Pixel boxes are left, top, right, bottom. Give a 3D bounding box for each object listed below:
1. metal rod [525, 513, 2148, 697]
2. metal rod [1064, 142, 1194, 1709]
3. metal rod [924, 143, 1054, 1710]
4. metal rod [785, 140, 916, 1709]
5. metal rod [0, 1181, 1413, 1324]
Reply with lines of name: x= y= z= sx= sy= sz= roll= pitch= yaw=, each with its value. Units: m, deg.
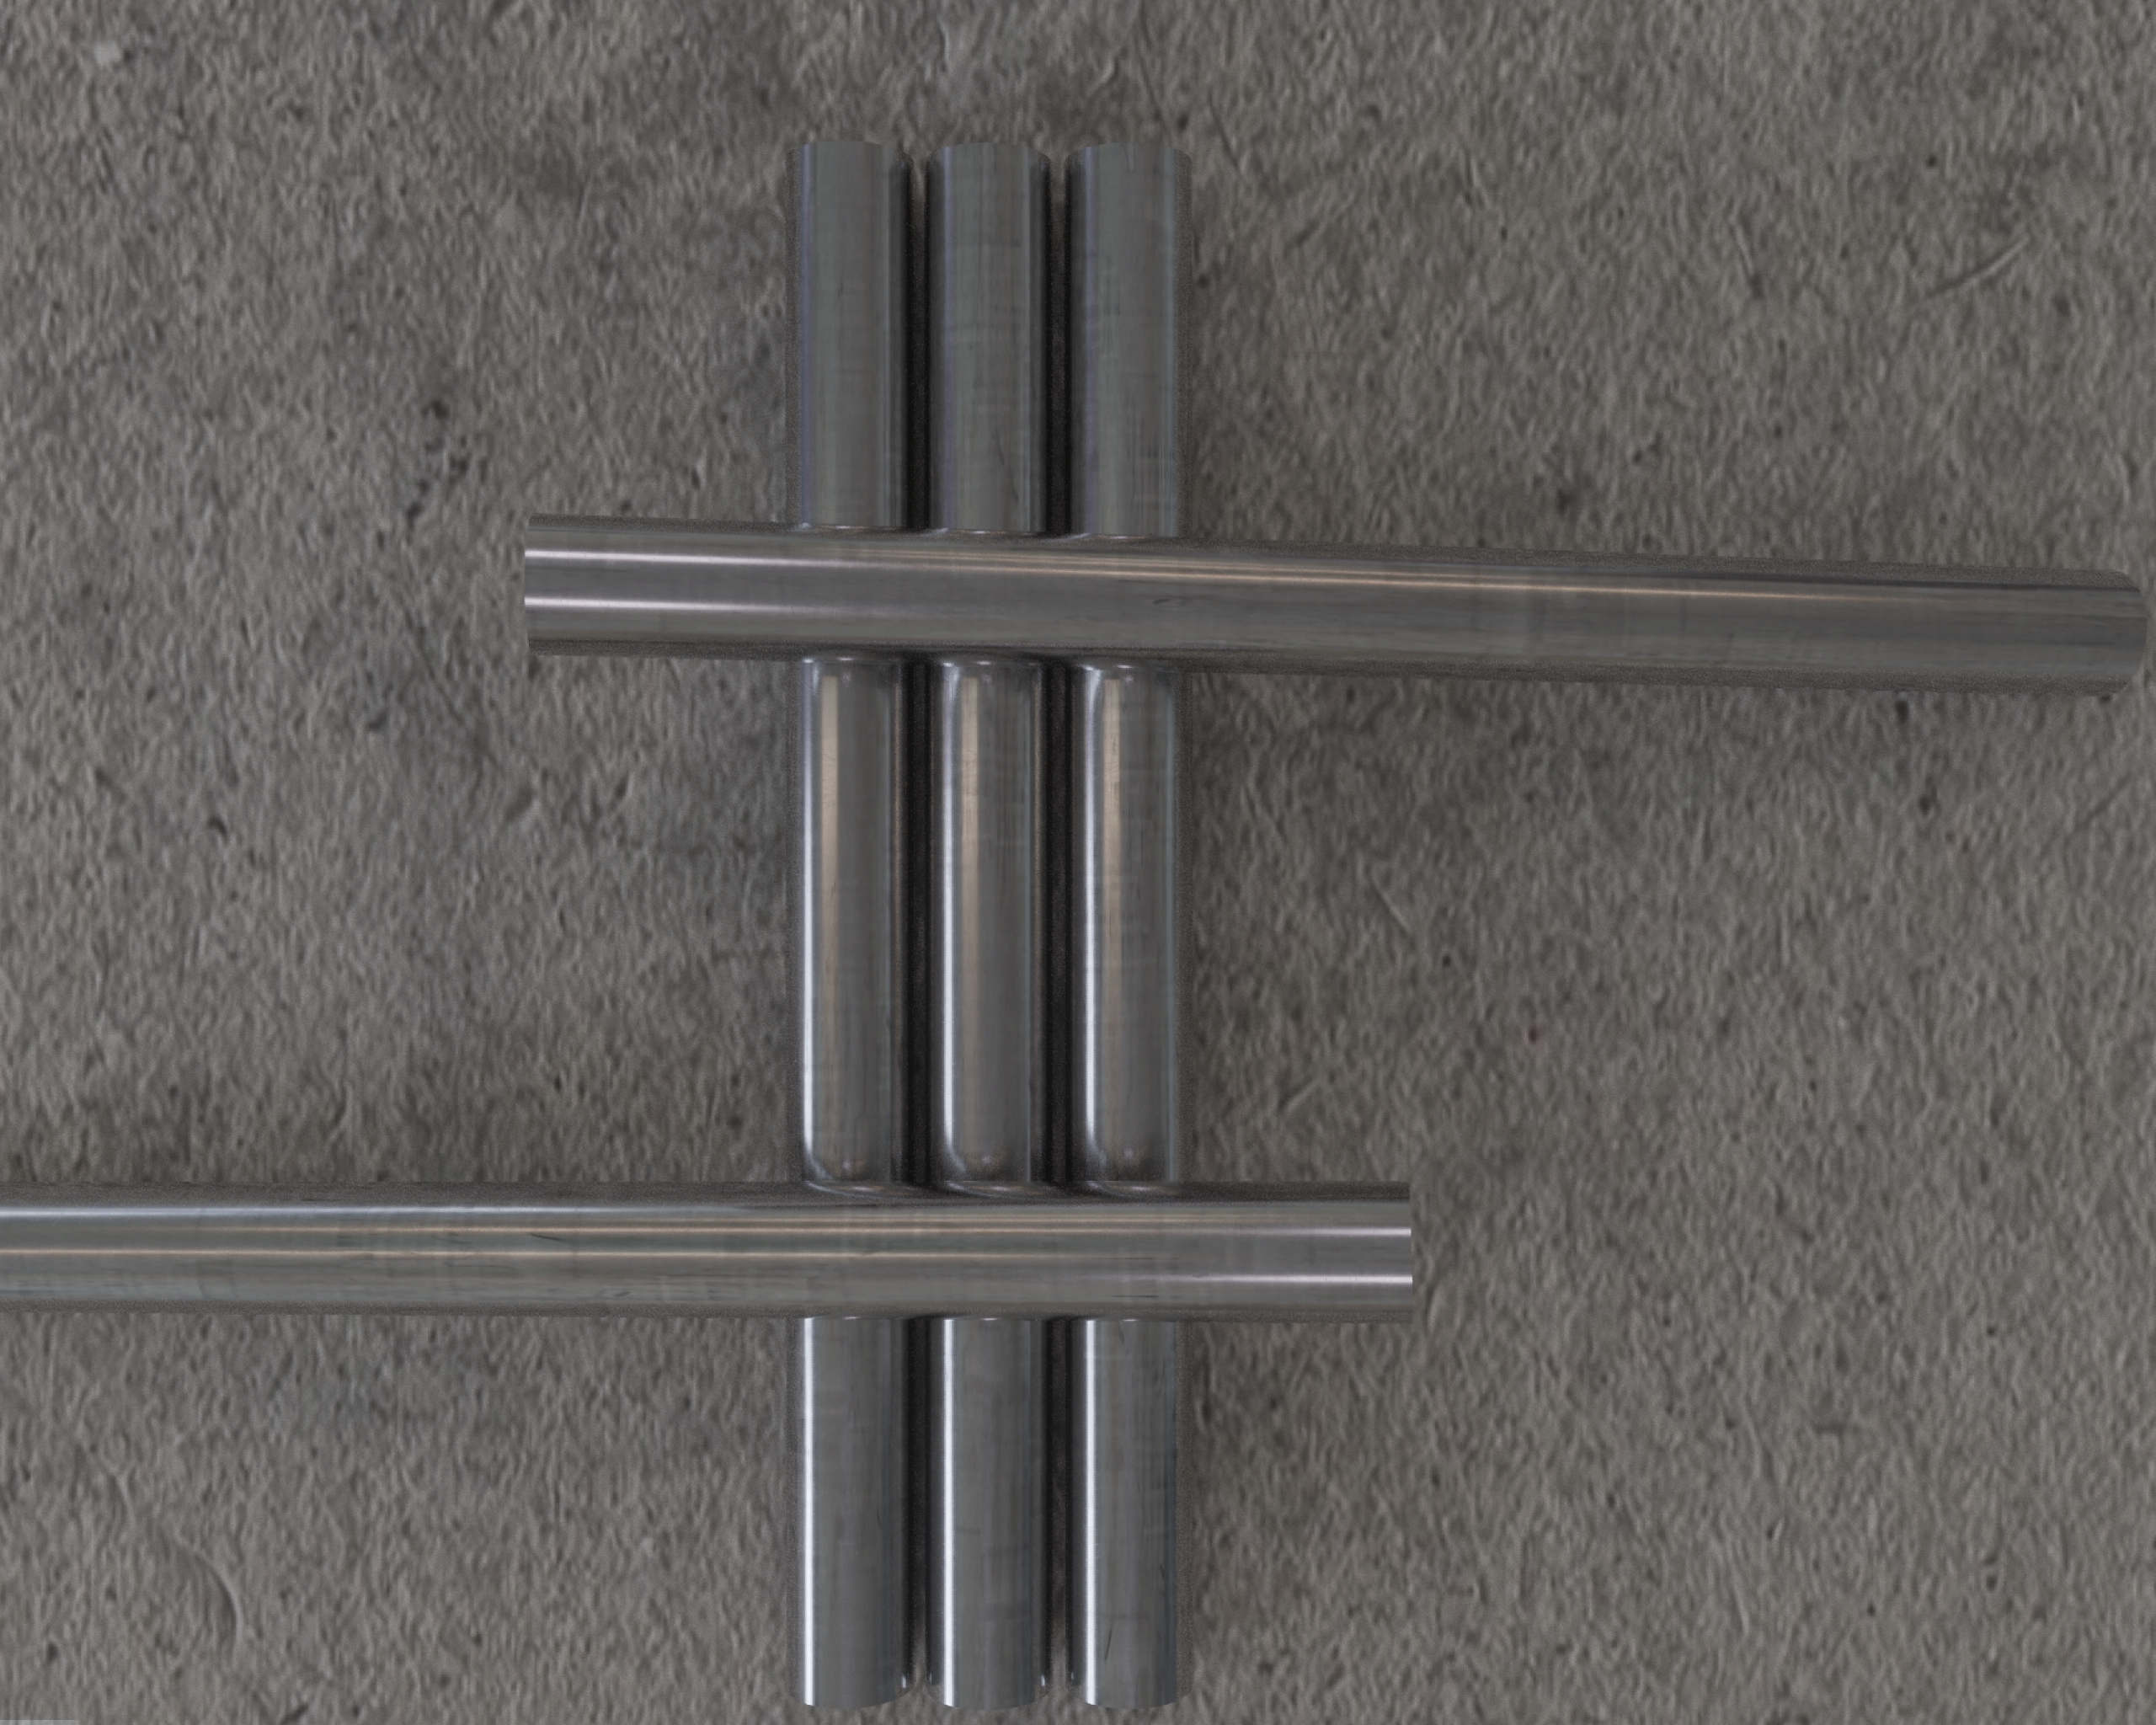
metal rod: x=0.054 y=-0.047 z=0.389 sx=0.302 sy=0.025 sz=0.025 roll=1 pitch=90 yaw=-8
metal rod: x=0.010 y=0.012 z=0.409 sx=0.025 sy=0.025 sz=0.298 roll=0 pitch=90 yaw=0
metal rod: x=-0.017 y=0.012 z=0.409 sx=0.025 sy=0.025 sz=0.298 roll=0 pitch=90 yaw=0
metal rod: x=-0.045 y=0.012 z=0.409 sx=0.025 sy=0.025 sz=0.298 roll=0 pitch=90 yaw=0
metal rod: x=-0.091 y=0.072 z=0.389 sx=0.301 sy=0.025 sz=0.025 roll=-1 pitch=90 yaw=7
